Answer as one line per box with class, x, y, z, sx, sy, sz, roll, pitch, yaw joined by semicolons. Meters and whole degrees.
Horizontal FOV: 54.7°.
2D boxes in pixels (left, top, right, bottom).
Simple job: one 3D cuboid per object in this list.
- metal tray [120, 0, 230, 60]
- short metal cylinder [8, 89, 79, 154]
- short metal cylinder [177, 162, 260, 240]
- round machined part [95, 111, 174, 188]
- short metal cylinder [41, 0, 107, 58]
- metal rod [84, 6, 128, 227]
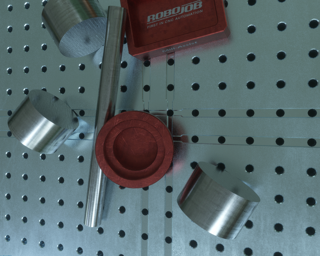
metal tray;0.017;-0.149;0.403;0.130;0.030;0.089;-11;87;19
short metal cylinder;-0.164;-0.009;0.441;0.050;0.080;0.080;-46;76;14
short metal cylinder;0.067;0.082;0.360;0.080;0.080;0.050;32;101;17
round machined part;-0.031;0.026;0.405;0.099;0.042;0.097;0;94;3
short metal cylinder;-0.111;-0.141;0.423;0.080;0.080;0.050;-35;79;17
metal rod;-0.076;-0.008;0.422;0.025;0.025;0.298;12;100;19
